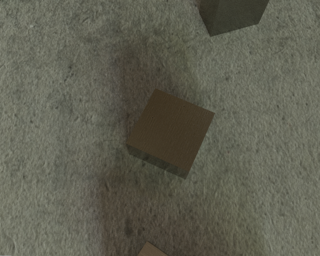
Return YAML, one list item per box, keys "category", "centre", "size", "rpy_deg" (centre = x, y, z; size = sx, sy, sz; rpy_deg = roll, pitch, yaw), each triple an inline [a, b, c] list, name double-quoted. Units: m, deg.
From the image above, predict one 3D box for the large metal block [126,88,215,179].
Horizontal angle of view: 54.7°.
- category: "large metal block"
  centre: [0.014, 0.008, 0.392]
  size: [0.080, 0.050, 0.080]
  rpy_deg: [24, 72, 8]

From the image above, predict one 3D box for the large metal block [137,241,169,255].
- category: "large metal block"
  centre: [-0.002, 0.179, 0.329]
  size: [0.080, 0.050, 0.080]
  rpy_deg: [32, 73, 10]

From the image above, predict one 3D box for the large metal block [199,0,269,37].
- category: "large metal block"
  centre: [0.108, -0.186, 0.448]
  size: [0.081, 0.080, 0.050]
  rpy_deg: [-17, 71, -6]
